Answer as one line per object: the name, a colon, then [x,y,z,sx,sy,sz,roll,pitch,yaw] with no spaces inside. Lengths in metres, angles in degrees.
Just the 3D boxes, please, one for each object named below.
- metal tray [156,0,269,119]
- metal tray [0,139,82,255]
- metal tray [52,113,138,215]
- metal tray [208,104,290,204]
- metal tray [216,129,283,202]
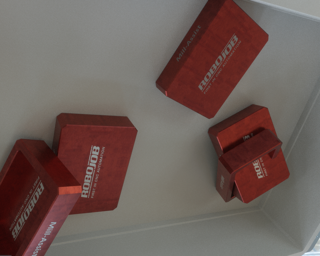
metal tray: [0.066,-0.084,0.389,0.090,0.030,0.129,24,105,-37]
metal tray: [-0.148,0.088,0.337,0.030,0.090,0.129,12,114,-57]
metal tray: [-0.088,0.047,0.387,0.091,0.030,0.129,2,117,-30]
metal tray: [0.139,0.040,0.479,0.090,0.030,0.129,-28,108,-10]
metal tray: [0.136,0.064,0.490,0.090,0.030,0.130,-29,149,-10]
